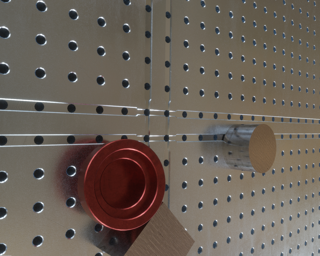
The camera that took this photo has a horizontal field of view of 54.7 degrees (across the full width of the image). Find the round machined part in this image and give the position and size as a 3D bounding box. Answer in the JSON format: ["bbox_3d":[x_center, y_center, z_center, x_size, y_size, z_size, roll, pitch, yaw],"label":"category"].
[{"bbox_3d":[-0.046,0.063,0.353,0.099,0.042,0.097,6,80,-33],"label":"round machined part"}]

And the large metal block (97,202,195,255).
[{"bbox_3d":[-0.015,0.143,0.381,0.080,0.050,0.080,-49,119,-29],"label":"large metal block"}]

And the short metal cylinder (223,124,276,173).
[{"bbox_3d":[0.151,0.033,0.519,0.081,0.050,0.080,0,90,-40],"label":"short metal cylinder"}]
